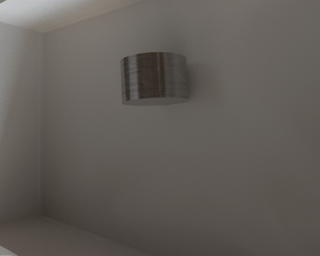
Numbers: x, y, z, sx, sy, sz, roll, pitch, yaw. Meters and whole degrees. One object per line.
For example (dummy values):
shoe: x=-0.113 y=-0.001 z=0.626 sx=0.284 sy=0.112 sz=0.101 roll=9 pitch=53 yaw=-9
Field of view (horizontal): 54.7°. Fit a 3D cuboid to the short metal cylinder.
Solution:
short metal cylinder: x=-0.007 y=-0.056 z=0.375 sx=0.080 sy=0.081 sz=0.050 roll=-4 pitch=87 yaw=39
